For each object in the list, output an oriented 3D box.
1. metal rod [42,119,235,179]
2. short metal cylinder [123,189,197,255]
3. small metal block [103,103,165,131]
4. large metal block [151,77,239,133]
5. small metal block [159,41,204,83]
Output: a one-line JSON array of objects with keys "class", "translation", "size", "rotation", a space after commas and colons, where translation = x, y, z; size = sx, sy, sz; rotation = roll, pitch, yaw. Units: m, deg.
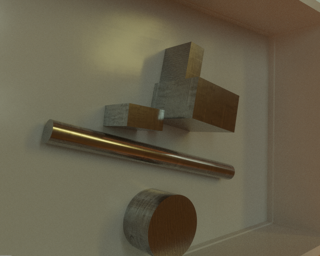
[{"class": "metal rod", "translation": [-0.001, 0.037, 0.407], "size": [0.302, 0.025, 0.025], "rotation": [17, 79, -39]}, {"class": "short metal cylinder", "translation": [0.001, 0.121, 0.394], "size": [0.081, 0.050, 0.079], "rotation": [0, 90, -40]}, {"class": "small metal block", "translation": [-0.031, -0.012, 0.366], "size": [0.050, 0.050, 0.025], "rotation": [9, 85, -40]}, {"class": "large metal block", "translation": [0.045, -0.027, 0.411], "size": [0.081, 0.080, 0.050], "rotation": [16, 80, -39]}, {"class": "small metal block", "translation": [0.029, -0.083, 0.417], "size": [0.025, 0.050, 0.050], "rotation": [17, 79, -39]}]
